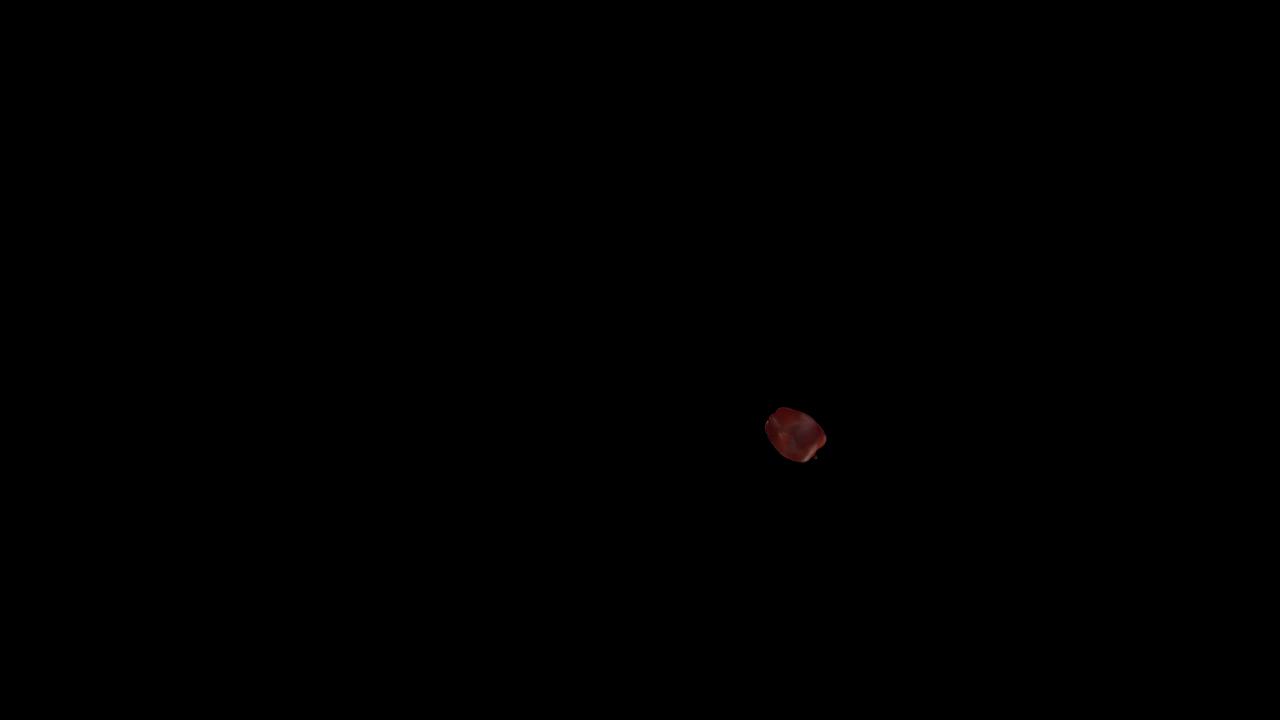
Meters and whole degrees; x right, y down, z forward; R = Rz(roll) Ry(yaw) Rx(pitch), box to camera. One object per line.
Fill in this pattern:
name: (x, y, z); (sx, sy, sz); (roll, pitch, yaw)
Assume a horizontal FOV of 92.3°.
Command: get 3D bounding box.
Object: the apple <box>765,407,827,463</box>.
apple: (0.239, 0.116, 0.944); (0.093, 0.079, 0.079); (45, 21, 23)
